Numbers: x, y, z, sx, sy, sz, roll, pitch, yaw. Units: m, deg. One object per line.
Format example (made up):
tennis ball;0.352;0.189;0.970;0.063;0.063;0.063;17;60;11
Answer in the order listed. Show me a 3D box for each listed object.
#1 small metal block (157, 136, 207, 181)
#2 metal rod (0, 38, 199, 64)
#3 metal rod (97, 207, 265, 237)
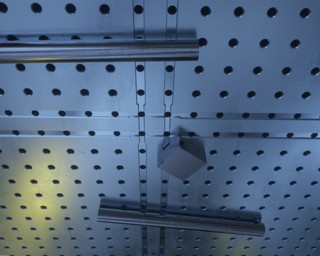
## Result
small metal block;0.031;0.045;0.451;0.050;0.025;0.050;31;123;-24
metal rod;-0.110;-0.084;0.338;0.302;0.025;0.025;-1;130;0
metal rod;0.041;0.169;0.556;0.302;0.025;0.025;7;130;-7
